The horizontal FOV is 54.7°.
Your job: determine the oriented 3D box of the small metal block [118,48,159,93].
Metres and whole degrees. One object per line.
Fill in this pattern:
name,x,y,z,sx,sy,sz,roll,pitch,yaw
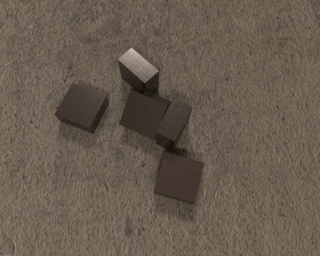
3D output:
small metal block,-0.028,-0.072,0.421,0.050,0.050,0.025,42,75,13

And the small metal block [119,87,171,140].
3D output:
small metal block,-0.019,-0.020,0.401,0.050,0.025,0.050,24,110,8

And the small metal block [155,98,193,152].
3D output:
small metal block,0.017,-0.003,0.396,0.025,0.050,0.050,26,72,9

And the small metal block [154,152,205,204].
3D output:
small metal block,0.024,0.063,0.385,0.050,0.025,0.050,15,71,5

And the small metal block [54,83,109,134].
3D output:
small metal block,-0.104,-0.026,0.416,0.050,0.025,0.050,21,71,7
